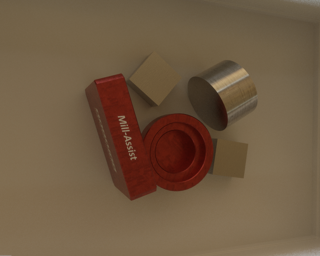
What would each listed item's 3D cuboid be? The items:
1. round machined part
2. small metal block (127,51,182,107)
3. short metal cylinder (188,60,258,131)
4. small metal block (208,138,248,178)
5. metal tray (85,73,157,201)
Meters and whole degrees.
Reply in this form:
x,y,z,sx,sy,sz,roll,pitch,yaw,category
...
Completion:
x,y,z,sx,sy,sz,roll,pitch,yaw,category
0.017,0.030,0.406,0.099,0.042,0.097,0,90,-21,round machined part
-0.009,-0.063,0.406,0.050,0.025,0.050,42,77,-14,small metal block
0.081,-0.043,0.411,0.050,0.080,0.080,-31,101,-18,short metal cylinder
0.095,0.043,0.445,0.050,0.025,0.050,10,86,-19,small metal block
-0.048,0.009,0.357,0.030,0.090,0.129,-18,96,-19,metal tray
